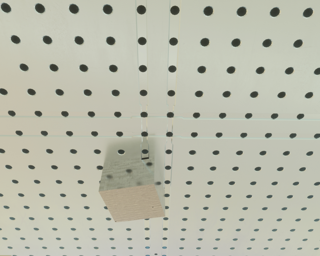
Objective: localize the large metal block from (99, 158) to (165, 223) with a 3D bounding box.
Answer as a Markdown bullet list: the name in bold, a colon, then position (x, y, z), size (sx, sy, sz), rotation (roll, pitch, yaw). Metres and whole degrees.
- **large metal block**: position (-0.039, 0.097, 0.477), size (0.080, 0.050, 0.080), rotation (-9, 130, 7)
